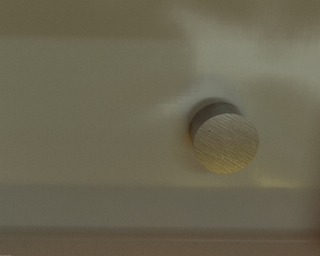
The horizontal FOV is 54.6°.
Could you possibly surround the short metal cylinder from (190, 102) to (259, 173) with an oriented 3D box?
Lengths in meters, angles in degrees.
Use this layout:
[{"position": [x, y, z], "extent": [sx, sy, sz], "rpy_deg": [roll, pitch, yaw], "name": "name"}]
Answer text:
[{"position": [0.081, 0.012, 0.403], "extent": [0.080, 0.050, 0.079], "rpy_deg": [0, 110, 0], "name": "short metal cylinder"}]
